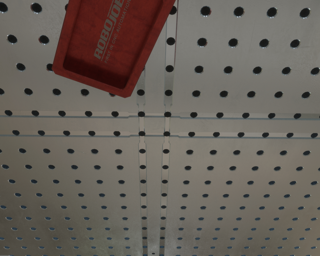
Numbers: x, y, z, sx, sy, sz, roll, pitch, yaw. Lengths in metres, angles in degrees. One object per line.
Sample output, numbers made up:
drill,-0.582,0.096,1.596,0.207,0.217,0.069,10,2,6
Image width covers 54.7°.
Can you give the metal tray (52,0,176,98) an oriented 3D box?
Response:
metal tray,-0.051,-0.101,0.321,0.091,0.030,0.129,19,128,-16
